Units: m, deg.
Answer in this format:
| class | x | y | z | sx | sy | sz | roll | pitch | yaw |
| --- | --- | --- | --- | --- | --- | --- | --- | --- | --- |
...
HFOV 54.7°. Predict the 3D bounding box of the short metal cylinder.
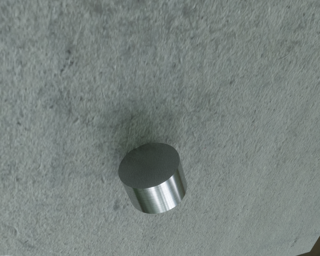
| class | x | y | z | sx | sy | sz | roll | pitch | yaw |
| --- | --- | --- | --- | --- | --- | --- | --- | --- | --- |
| short metal cylinder | -0.009 | 0.065 | 0.408 | 0.080 | 0.080 | 0.050 | -26 | 128 | -12 |
